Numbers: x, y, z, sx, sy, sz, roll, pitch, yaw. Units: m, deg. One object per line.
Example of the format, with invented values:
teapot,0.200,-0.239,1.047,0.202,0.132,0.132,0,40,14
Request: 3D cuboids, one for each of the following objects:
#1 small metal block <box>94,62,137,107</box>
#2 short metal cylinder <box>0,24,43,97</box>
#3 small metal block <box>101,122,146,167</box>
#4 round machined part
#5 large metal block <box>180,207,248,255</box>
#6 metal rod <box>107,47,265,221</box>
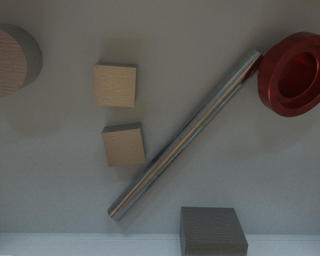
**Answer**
small metal block,-0.056,-0.055,0.390,0.050,0.025,0.050,4,110,-2
short metal cylinder,-0.188,-0.081,0.366,0.081,0.050,0.079,0,110,-1
small metal block,-0.047,0.022,0.419,0.050,0.025,0.050,-7,110,2
round machined part,0.157,-0.065,0.369,0.099,0.042,0.097,-11,122,-19
large metal block,0.072,0.158,0.441,0.081,0.080,0.050,2,110,-1
metal rod,0.027,0.018,0.418,0.025,0.025,0.299,37,106,-13
